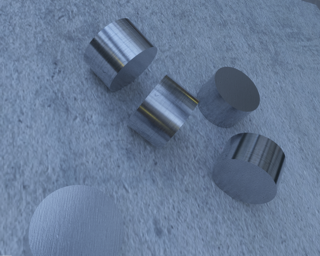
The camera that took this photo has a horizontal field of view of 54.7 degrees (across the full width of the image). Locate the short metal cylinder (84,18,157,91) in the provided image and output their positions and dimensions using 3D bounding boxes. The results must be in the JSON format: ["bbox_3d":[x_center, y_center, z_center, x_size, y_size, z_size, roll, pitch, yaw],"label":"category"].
[{"bbox_3d":[-0.050,-0.093,0.400,0.050,0.080,0.080,48,51,5],"label":"short metal cylinder"}]

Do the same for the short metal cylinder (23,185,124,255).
[{"bbox_3d":[-0.080,0.099,0.285,0.081,0.050,0.080,14,56,-21],"label":"short metal cylinder"}]

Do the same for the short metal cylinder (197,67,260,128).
[{"bbox_3d":[0.104,-0.046,0.474,0.081,0.050,0.080,14,56,-21],"label":"short metal cylinder"}]

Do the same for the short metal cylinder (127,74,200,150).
[{"bbox_3d":[0.004,-0.020,0.384,0.050,0.080,0.080,39,51,-3],"label":"short metal cylinder"}]

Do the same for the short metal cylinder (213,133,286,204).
[{"bbox_3d":[0.115,0.053,0.401,0.080,0.080,0.050,39,51,-3],"label":"short metal cylinder"}]
